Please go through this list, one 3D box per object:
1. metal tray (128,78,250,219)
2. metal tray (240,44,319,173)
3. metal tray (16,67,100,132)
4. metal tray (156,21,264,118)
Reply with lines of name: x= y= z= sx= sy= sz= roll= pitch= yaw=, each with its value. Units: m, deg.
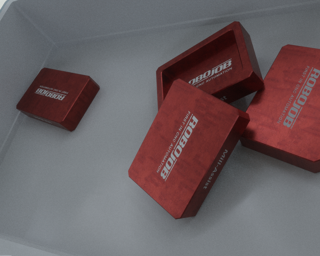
metal tray: x=0.027 y=0.022 z=0.343 sx=0.090 sy=0.030 sz=0.129 roll=35 pitch=103 yaw=36
metal tray: x=0.154 y=-0.027 z=0.338 sx=0.090 sy=0.030 sz=0.130 roll=22 pitch=73 yaw=36
metal tray: x=-0.175 y=-0.052 z=0.527 sx=0.130 sy=0.030 sz=0.090 roll=15 pitch=70 yaw=34
metal tray: x=0.055 y=-0.064 z=0.391 sx=0.130 sy=0.030 sz=0.090 roll=-26 pitch=51 yaw=31
